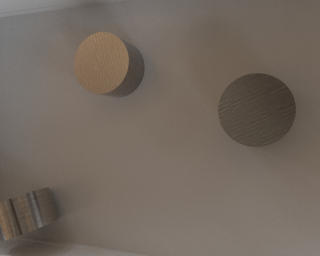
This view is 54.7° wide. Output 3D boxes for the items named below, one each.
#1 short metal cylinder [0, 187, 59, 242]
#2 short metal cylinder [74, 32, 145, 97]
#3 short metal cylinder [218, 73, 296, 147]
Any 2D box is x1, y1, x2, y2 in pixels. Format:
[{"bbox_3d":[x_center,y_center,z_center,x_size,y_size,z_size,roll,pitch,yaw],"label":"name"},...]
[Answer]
[{"bbox_3d":[-0.195,0.124,0.450,0.080,0.080,0.050,-22,83,18],"label":"short metal cylinder"},{"bbox_3d":[-0.068,-0.084,0.421,0.080,0.050,0.080,0,90,20],"label":"short metal cylinder"},{"bbox_3d":[0.112,-0.019,0.358,0.080,0.050,0.080,0,90,20],"label":"short metal cylinder"}]
